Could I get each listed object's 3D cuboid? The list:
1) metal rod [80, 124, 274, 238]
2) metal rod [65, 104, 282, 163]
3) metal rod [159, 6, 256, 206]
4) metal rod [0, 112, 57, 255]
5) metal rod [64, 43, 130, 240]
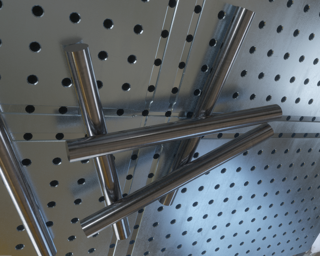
[{"bbox_3d":[0.033,0.068,0.439,0.302,0.025,0.025,-26,128,-13],"label":"metal rod"},{"bbox_3d":[0.036,0.001,0.399,0.303,0.025,0.025,-10,123,-24],"label":"metal rod"},{"bbox_3d":[0.057,-0.016,0.434,0.025,0.025,0.298,7,115,-32],"label":"metal rod"},{"bbox_3d":[-0.168,0.053,0.352,0.025,0.025,0.298,-18,126,-19],"label":"metal rod"},{"bbox_3d":[-0.072,0.041,0.398,0.025,0.025,0.298,-19,126,-18],"label":"metal rod"}]
